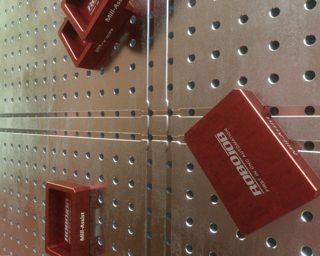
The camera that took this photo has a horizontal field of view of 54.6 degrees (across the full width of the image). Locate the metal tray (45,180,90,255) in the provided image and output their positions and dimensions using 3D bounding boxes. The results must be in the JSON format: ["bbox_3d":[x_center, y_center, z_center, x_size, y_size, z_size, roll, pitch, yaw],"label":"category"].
[{"bbox_3d":[-0.163,0.162,0.542,0.090,0.030,0.129,2,91,40],"label":"metal tray"}]

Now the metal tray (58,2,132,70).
[{"bbox_3d":[-0.108,-0.170,0.496,0.129,0.030,0.090,-47,62,30],"label":"metal tray"}]

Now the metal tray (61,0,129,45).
[{"bbox_3d":[-0.083,-0.196,0.435,0.129,0.030,0.090,-49,61,27],"label":"metal tray"}]

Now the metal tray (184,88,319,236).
[{"bbox_3d":[0.093,0.034,0.330,0.090,0.030,0.130,-45,63,31],"label":"metal tray"}]
